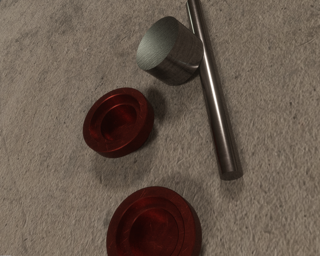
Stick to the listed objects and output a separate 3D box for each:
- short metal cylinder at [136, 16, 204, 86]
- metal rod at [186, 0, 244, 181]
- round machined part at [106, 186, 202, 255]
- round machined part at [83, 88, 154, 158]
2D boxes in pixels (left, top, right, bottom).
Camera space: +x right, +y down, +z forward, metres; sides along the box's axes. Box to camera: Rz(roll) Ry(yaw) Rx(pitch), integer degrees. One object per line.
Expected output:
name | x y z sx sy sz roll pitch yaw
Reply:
short metal cylinder | 0.013 -0.105 0.428 0.080 0.050 0.080 -25 52 38
metal rod | 0.065 -0.073 0.413 0.025 0.025 0.299 -17 55 18
round machined part | -0.003 0.114 0.323 0.098 0.042 0.098 -13 56 20
round machined part | -0.052 -0.003 0.421 0.098 0.042 0.098 -13 56 20
